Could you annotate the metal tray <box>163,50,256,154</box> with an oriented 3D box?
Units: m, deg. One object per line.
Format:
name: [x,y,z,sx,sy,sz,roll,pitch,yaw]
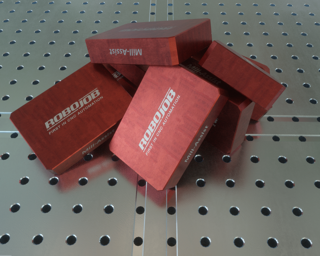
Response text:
metal tray: [0.051,-0.034,0.396,0.130,0.090,0.030,37,60,27]

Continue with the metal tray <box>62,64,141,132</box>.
metal tray: [-0.081,-0.048,0.443,0.090,0.030,0.131,32,57,24]

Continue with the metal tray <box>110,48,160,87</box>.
metal tray: [-0.005,-0.109,0.472,0.131,0.030,0.090,-26,56,-38]

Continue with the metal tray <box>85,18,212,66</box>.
metal tray: [-0.014,-0.106,0.379,0.130,0.030,0.090,10,33,34]

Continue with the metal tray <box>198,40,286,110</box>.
metal tray: [0.098,-0.071,0.383,0.090,0.030,0.130,34,20,1]

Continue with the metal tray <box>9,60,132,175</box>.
metal tray: [-0.104,-0.016,0.388,0.130,0.030,0.090,-38,75,-14]

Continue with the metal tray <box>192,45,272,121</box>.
metal tray: [0.091,-0.072,0.437,0.131,0.030,0.090,21,50,-9]

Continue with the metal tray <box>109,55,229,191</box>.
metal tray: [0.006,-0.006,0.353,0.090,0.129,0.030,36,17,25]
